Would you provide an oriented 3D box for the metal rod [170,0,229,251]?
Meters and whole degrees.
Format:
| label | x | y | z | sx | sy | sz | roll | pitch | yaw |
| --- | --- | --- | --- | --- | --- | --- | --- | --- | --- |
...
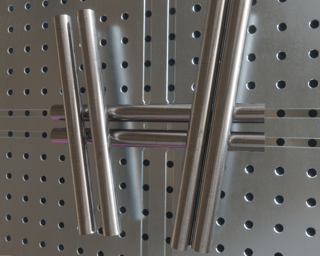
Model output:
| label | x | y | z | sx | sy | sz | roll | pitch | yaw |
| --- | --- | --- | --- | --- | --- | --- | --- | --- | --- |
| metal rod | 0.047 | -0.003 | 0.371 | 0.025 | 0.025 | 0.298 | 10 | 93 | 20 |

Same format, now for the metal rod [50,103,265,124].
| label | x | y | z | sx | sy | sz | roll | pitch | yaw |
| --- | --- | --- | --- | --- | --- | --- | --- | --- | --- |
| metal rod | -0.017 | -0.020 | 0.420 | 0.301 | 0.025 | 0.025 | 1 | 91 | 20 |

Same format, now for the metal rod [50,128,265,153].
| label | x | y | z | sx | sy | sz | roll | pitch | yaw |
| --- | --- | --- | --- | --- | --- | --- | --- | --- | --- |
| metal rod | -0.016 | 0.014 | 0.419 | 0.301 | 0.025 | 0.025 | 1 | 91 | 20 |

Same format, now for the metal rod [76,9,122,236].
| label | x | y | z | sx | sy | sz | roll | pitch | yaw |
| --- | --- | --- | --- | --- | --- | --- | --- | --- | --- |
| metal rod | -0.082 | -0.009 | 0.416 | 0.025 | 0.025 | 0.299 | -8 | 87 | 20 |

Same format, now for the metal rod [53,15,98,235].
| label | x | y | z | sx | sy | sz | roll | pitch | yaw |
| --- | --- | --- | --- | --- | --- | --- | --- | --- | --- |
| metal rod | -0.117 | -0.006 | 0.429 | 0.025 | 0.025 | 0.299 | -9 | 87 | 20 |

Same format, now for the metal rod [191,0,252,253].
| label | x | y | z | sx | sy | sz | roll | pitch | yaw |
| --- | --- | --- | --- | --- | --- | --- | --- | --- | --- |
| metal rod | 0.071 | -0.004 | 0.362 | 0.025 | 0.025 | 0.298 | 10 | 93 | 20 |
